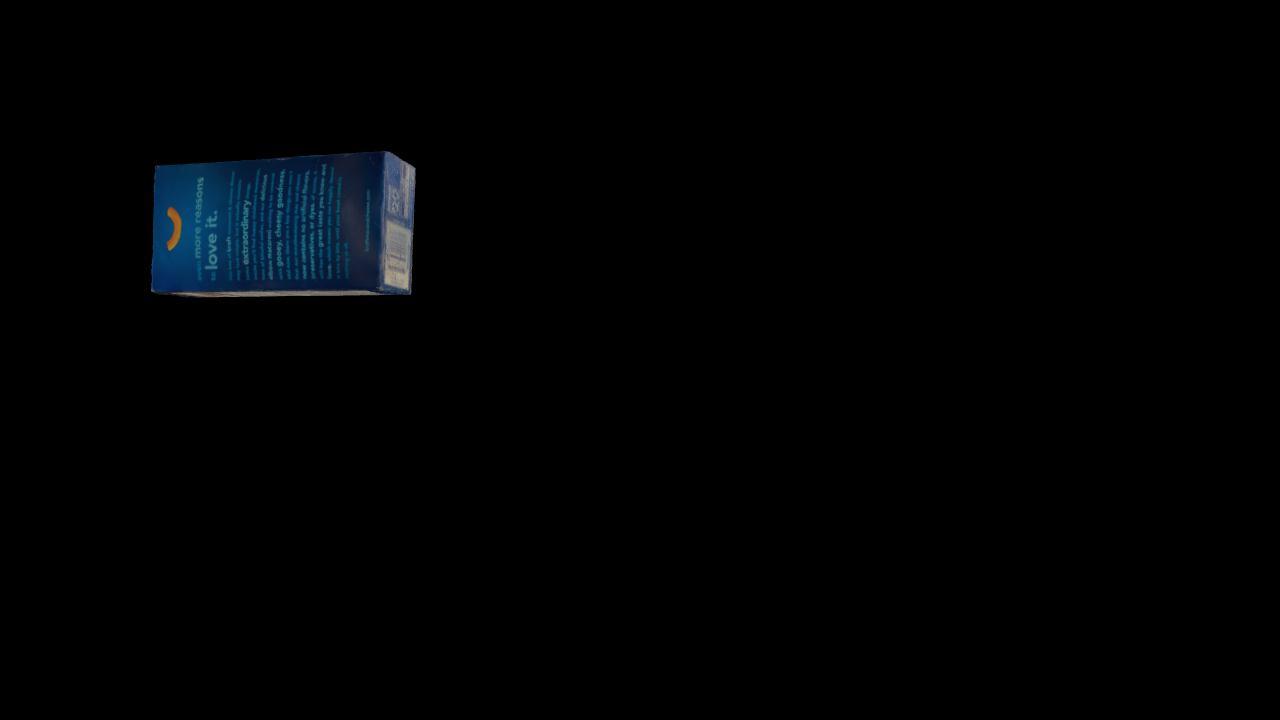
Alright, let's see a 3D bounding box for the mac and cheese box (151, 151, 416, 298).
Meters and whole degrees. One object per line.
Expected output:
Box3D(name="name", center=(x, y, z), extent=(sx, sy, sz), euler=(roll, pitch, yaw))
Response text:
Box3D(name="mac and cheese box", center=(-0.250, -0.091, 0.430), extent=(0.184, 0.093, 0.041), euler=(1, 1, 12))
